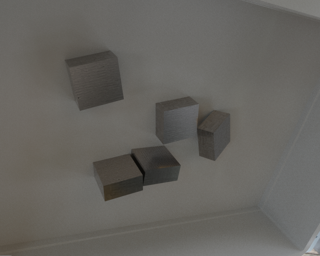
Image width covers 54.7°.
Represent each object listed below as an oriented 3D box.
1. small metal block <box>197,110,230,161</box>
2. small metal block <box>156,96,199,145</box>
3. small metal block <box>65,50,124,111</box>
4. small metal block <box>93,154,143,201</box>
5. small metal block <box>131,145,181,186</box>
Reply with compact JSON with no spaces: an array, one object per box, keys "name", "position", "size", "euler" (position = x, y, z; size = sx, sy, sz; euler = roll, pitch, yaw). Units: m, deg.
[{"name":"small metal block","position":[0.078,0.010,0.443],"size":[0.050,0.025,0.050],"euler":[-43,137,-39]},{"name":"small metal block","position":[0.022,-0.011,0.414],"size":[0.050,0.025,0.050],"euler":[-13,124,-21]},{"name":"small metal block","position":[-0.071,-0.052,0.338],"size":[0.050,0.025,0.050],"euler":[-17,126,-19]},{"name":"small metal block","position":[-0.055,0.062,0.401],"size":[0.050,0.050,0.025],"euler":[-12,124,-22]},{"name":"small metal block","position":[-0.008,0.050,0.419],"size":[0.050,0.050,0.025],"euler":[-4,121,-26]}]
